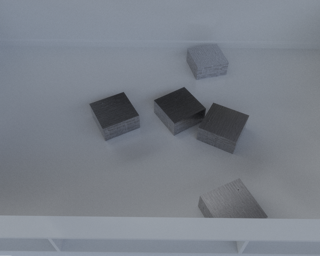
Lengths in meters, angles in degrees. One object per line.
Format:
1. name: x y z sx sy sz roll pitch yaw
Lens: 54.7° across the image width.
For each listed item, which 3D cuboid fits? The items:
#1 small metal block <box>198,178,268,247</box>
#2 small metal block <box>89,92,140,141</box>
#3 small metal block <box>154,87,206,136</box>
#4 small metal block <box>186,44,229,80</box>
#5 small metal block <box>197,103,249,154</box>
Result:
1. small metal block: 0.076 0.089 0.331 0.050 0.025 0.050 -20 53 -16
2. small metal block: -0.061 -0.016 0.418 0.050 0.025 0.050 -22 54 -18
3. small metal block: 0.026 -0.024 0.425 0.050 0.025 0.050 -26 55 -20
4. small metal block: 0.075 -0.106 0.495 0.050 0.025 0.050 -11 51 -10
5. small metal block: 0.082 0.000 0.406 0.050 0.025 0.050 22 53 17
